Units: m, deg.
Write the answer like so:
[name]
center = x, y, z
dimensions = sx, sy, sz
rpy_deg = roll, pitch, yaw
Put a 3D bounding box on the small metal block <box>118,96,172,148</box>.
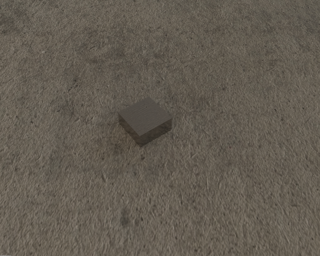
[small metal block]
center = -0.020, -0.009, 0.412
dimensions = 0.050, 0.025, 0.050
rpy_deg = -30, 56, -23
